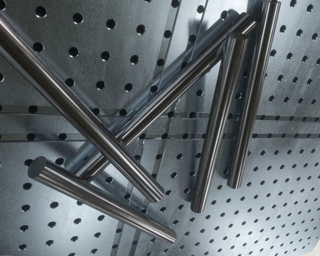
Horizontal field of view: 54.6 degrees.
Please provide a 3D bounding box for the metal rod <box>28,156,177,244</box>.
[{"bbox_3d":[-0.055,0.115,0.428,0.025,0.025,0.300,-43,136,1],"label":"metal rod"}]

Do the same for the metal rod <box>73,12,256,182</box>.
[{"bbox_3d":[0.001,-0.032,0.391,0.300,0.025,0.025,-43,129,1],"label":"metal rod"}]

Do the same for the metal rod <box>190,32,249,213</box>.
[{"bbox_3d":[0.077,0.015,0.443,0.025,0.025,0.298,-11,129,-23],"label":"metal rod"}]

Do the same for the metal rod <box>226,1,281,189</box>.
[{"bbox_3d":[0.134,-0.030,0.464,0.025,0.025,0.298,-12,124,-22],"label":"metal rod"}]

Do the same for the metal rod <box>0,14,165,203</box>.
[{"bbox_3d":[-0.083,-0.010,0.336,0.025,0.025,0.300,-39,122,-2],"label":"metal rod"}]
